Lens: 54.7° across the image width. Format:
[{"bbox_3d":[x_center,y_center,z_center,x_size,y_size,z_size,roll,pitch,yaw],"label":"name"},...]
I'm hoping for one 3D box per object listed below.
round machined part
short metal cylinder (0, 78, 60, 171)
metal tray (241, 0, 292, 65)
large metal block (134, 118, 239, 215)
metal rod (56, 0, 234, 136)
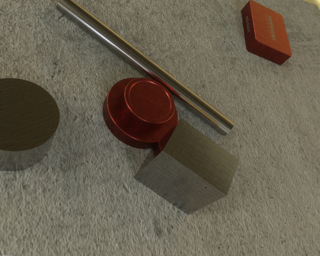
[{"bbox_3d":[-0.020,-0.026,0.399,0.099,0.042,0.098,14,56,-21],"label":"round machined part"},{"bbox_3d":[-0.147,-0.003,0.311,0.081,0.050,0.080,14,56,-21],"label":"short metal cylinder"},{"bbox_3d":[0.220,-0.200,0.644,0.091,0.030,0.130,17,55,-19],"label":"metal tray"},{"bbox_3d":[0.029,0.047,0.357,0.080,0.080,0.050,36,51,-5],"label":"large metal block"},{"bbox_3d":[-0.018,-0.087,0.448,0.301,0.025,0.025,37,51,-4],"label":"metal rod"}]
